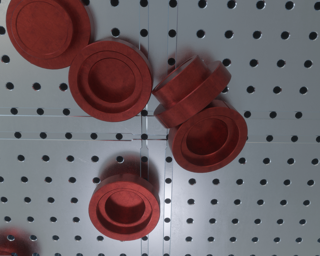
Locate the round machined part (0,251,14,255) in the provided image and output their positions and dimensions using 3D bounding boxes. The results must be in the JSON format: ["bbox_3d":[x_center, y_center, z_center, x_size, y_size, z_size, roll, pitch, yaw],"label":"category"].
[{"bbox_3d":[-0.259,0.236,0.489,0.099,0.042,0.097,0,110,0],"label":"round machined part"}]

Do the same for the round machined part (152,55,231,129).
[{"bbox_3d":[0.029,-0.047,0.357,0.098,0.098,0.042,-38,102,13],"label":"round machined part"}]

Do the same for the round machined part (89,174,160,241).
[{"bbox_3d":[-0.049,0.108,0.444,0.099,0.042,0.097,0,110,0],"label":"round machined part"}]

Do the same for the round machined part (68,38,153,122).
[{"bbox_3d":[-0.057,-0.060,0.379,0.098,0.042,0.097,1,114,2],"label":"round machined part"}]

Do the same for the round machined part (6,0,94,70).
[{"bbox_3d":[-0.130,-0.116,0.360,0.099,0.042,0.097,0,110,0],"label":"round machined part"}]

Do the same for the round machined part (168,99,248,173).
[{"bbox_3d":[0.058,0.007,0.397,0.099,0.042,0.097,-8,123,-12],"label":"round machined part"}]
